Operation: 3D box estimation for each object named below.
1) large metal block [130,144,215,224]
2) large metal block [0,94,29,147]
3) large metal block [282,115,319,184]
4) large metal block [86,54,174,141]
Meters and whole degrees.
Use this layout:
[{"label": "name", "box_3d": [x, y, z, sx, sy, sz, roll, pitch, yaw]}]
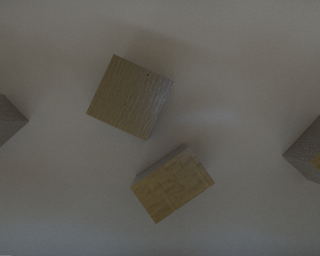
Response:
[{"label": "large metal block", "box_3d": [0.014, 0.064, 0.384, 0.080, 0.080, 0.050, -35, 90, 0]}, {"label": "large metal block", "box_3d": [-0.225, 0.000, 0.381, 0.080, 0.080, 0.050, -42, 91, 0]}, {"label": "large metal block", "box_3d": [0.214, 0.026, 0.387, 0.050, 0.080, 0.080, 43, 90, -1]}, {"label": "large metal block", "box_3d": [-0.036, -0.037, 0.398, 0.080, 0.050, 0.080, 25, 90, -1]}]
